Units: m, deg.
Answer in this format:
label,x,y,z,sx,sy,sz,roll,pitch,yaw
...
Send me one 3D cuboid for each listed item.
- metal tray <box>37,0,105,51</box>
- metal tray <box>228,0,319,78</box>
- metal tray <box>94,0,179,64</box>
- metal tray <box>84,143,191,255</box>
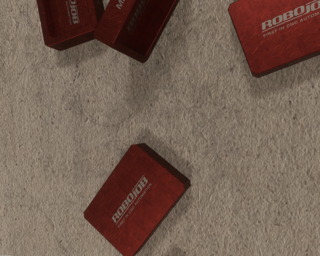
label,x,y,z,sx,sy,sz,roll,pitch,yaw
metal tray,-0.133,-0.189,0.451,0.090,0.030,0.129,-13,86,19
metal tray,0.155,-0.123,0.352,0.130,0.030,0.090,-20,84,18
metal tray,-0.018,-0.151,0.379,0.030,0.090,0.129,33,100,19
metal tray,-0.033,0.096,0.417,0.090,0.030,0.129,39,102,15
